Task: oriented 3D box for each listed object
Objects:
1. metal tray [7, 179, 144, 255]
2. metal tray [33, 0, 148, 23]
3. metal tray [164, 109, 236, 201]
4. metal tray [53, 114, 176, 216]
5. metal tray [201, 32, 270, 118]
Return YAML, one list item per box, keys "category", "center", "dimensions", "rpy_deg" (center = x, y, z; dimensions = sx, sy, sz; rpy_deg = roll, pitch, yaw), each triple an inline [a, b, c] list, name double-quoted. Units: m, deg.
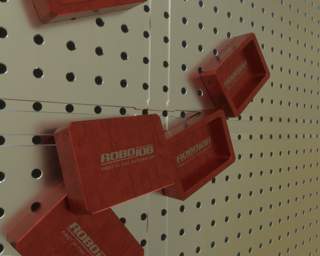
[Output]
- category: "metal tray"
  center: [-0.084, 0.129, 0.338]
  dimensions: [0.090, 0.030, 0.130]
  rpy_deg: [-46, 118, -30]
- category: "metal tray"
  center: [-0.080, -0.173, 0.339]
  dimensions: [0.131, 0.030, 0.089]
  rpy_deg: [-28, 108, -37]
- category: "metal tray"
  center: [0.053, 0.035, 0.452]
  dimensions: [0.131, 0.030, 0.089]
  rpy_deg: [-28, 108, -37]
- category: "metal tray"
  center: [-0.044, 0.035, 0.347]
  dimensions: [0.131, 0.030, 0.090]
  rpy_deg: [-9, 82, -48]
- category: "metal tray"
  center: [0.130, -0.089, 0.517]
  dimensions: [0.131, 0.030, 0.090]
  rpy_deg: [-46, 118, -30]
